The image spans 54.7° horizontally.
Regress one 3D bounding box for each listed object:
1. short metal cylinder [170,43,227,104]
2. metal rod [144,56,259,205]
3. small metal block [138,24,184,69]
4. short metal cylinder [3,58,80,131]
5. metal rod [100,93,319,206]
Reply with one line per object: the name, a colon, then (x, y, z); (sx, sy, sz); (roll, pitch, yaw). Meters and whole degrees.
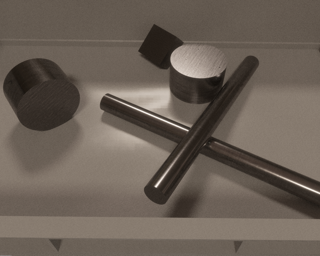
short metal cylinder: (0.055, -0.081, 0.458); (0.081, 0.050, 0.080); (0, 50, 0)
metal rod: (0.071, -0.020, 0.395); (0.025, 0.025, 0.301); (24, 46, 19)
small metal block: (0.001, -0.130, 0.497); (0.050, 0.025, 0.050); (38, 103, 27)
short metal cylinder: (-0.153, -0.043, 0.404); (0.081, 0.080, 0.050); (-29, 56, -22)
metal rod: (0.055, 0.020, 0.388); (0.301, 0.025, 0.025); (23, 54, 18)
